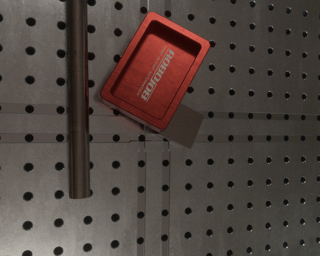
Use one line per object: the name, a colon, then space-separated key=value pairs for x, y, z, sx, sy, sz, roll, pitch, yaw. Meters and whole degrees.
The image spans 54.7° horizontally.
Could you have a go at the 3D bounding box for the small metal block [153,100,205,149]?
small metal block: x=0.026 y=-0.005 z=0.423 sx=0.050 sy=0.025 sz=0.050 roll=26 pitch=81 yaw=-19

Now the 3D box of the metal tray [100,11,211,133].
metal tray: x=-0.005 y=-0.071 z=0.395 sx=0.090 sy=0.030 sz=0.130 roll=28 pitch=80 yaw=0

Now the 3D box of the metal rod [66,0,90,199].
metal rod: x=-0.100 y=-0.065 z=0.376 sx=0.025 sy=0.025 sz=0.298 roll=-1 pitch=90 yaw=-20
